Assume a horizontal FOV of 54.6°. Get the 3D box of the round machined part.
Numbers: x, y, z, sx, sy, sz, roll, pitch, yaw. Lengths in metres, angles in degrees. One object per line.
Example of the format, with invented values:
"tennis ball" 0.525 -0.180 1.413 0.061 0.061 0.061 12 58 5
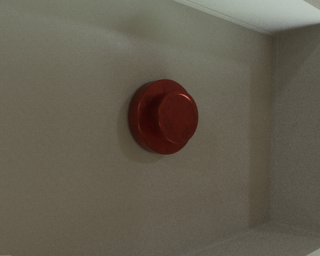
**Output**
"round machined part" 0.012 -0.014 0.400 0.099 0.042 0.097 0 90 -40
